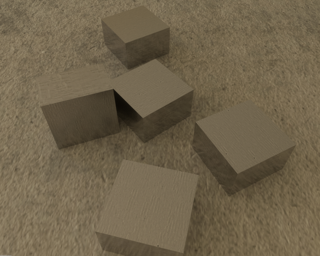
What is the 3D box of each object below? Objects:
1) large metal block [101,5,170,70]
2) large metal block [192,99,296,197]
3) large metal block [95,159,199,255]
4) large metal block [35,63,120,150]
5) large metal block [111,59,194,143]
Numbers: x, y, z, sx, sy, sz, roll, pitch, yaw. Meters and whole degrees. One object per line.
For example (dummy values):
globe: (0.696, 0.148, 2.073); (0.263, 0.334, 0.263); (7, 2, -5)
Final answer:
large metal block: (-0.040, -0.152, 0.514); (0.081, 0.050, 0.080); (-27, 55, -21)
large metal block: (0.096, 0.021, 0.370); (0.081, 0.050, 0.080); (-22, 54, -18)
large metal block: (-0.009, 0.086, 0.315); (0.080, 0.050, 0.080); (11, 51, 8)
large metal block: (-0.100, -0.026, 0.388); (0.081, 0.080, 0.050); (-16, 52, -13)
large metal block: (-0.013, -0.039, 0.419); (0.081, 0.050, 0.080); (-31, 57, -24)
